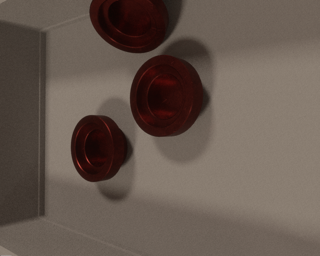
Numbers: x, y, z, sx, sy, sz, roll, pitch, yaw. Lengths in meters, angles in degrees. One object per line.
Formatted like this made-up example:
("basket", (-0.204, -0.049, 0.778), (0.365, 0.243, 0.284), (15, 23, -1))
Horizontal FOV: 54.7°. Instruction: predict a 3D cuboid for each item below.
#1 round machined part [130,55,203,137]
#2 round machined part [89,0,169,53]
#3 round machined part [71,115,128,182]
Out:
("round machined part", (0.012, -0.038, 0.384), (0.098, 0.042, 0.097), (0, 90, 39))
("round machined part", (-0.036, -0.147, 0.398), (0.098, 0.098, 0.042), (-13, 49, 39))
("round machined part", (-0.087, 0.030, 0.465), (0.098, 0.042, 0.097), (0, 90, 39))
